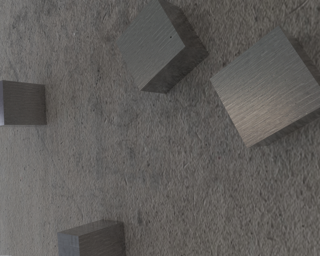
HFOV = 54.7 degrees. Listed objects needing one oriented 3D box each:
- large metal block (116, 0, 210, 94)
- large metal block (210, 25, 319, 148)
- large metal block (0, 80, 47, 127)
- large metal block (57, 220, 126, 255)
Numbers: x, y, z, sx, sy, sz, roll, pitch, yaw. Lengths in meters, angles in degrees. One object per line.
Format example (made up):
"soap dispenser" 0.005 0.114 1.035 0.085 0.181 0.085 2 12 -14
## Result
"large metal block" 0.001 -0.100 0.388 0.080 0.050 0.080 -40 66 33
"large metal block" 0.109 -0.035 0.299 0.080 0.050 0.080 -37 67 34
"large metal block" -0.269 -0.043 0.592 0.050 0.081 0.080 -6 86 40
"large metal block" -0.096 0.184 0.449 0.050 0.081 0.080 -9 85 40
